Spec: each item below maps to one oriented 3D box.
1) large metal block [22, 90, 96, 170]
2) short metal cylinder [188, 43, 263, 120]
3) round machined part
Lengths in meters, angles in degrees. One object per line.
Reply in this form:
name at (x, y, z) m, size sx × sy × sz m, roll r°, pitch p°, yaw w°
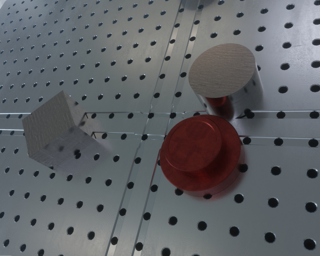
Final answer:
large metal block at (-0.155, 0.003, 0.472) m, size 0.080 × 0.050 × 0.080 m, roll -35°, pitch 51°, yaw 5°
short metal cylinder at (0.082, -0.057, 0.384) m, size 0.080 × 0.050 × 0.080 m, roll -13°, pitch 56°, yaw 21°
round machined part at (0.044, 0.026, 0.359) m, size 0.098 × 0.042 × 0.098 m, roll -13°, pitch 56°, yaw 21°
